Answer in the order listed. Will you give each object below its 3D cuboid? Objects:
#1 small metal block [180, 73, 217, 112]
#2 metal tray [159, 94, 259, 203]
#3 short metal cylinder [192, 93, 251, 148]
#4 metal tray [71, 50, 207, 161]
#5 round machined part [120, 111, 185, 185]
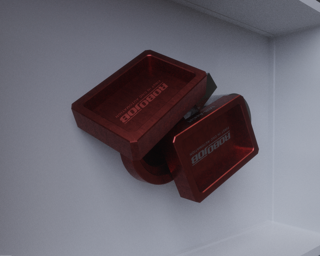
[{"bbox_3d":[0.042,-0.048,0.425,0.050,0.050,0.025,-51,121,-29],"label":"small metal block"},{"bbox_3d":[0.068,0.022,0.398,0.131,0.030,0.090,-31,109,-31],"label":"metal tray"},{"bbox_3d":[0.093,-0.011,0.468,0.081,0.050,0.079,0,90,-40],"label":"short metal cylinder"},{"bbox_3d":[-0.019,-0.033,0.346,0.131,0.090,0.030,-44,149,-32],"label":"metal tray"},{"bbox_3d":[-0.010,0.020,0.389,0.099,0.042,0.097,0,90,-40],"label":"round machined part"}]
